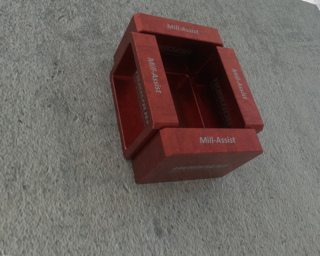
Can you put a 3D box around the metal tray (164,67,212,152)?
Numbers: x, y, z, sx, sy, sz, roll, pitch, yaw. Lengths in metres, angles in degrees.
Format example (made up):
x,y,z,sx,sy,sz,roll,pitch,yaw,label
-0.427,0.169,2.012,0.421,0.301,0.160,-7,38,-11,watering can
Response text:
x,y,z,sx,sy,sz,roll,pitch,yaw,label
0.016,-0.023,0.426,0.091,0.030,0.130,1,61,-28,metal tray

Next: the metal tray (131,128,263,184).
x,y,z,sx,sy,sz,roll,pitch,yaw,label
0.043,0.034,0.367,0.131,0.090,0.030,1,62,-28,metal tray

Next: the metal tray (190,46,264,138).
x,y,z,sx,sy,sz,roll,pitch,yaw,label
0.083,-0.036,0.432,0.030,0.090,0.130,1,61,-28,metal tray

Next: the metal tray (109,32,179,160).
x,y,z,sx,sy,sz,roll,pitch,yaw,label
-0.025,-0.037,0.374,0.030,0.090,0.130,1,61,-28,metal tray

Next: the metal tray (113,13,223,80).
x,y,z,sx,sy,sz,roll,pitch,yaw,label
0.011,-0.107,0.436,0.131,0.090,0.030,1,62,-28,metal tray
